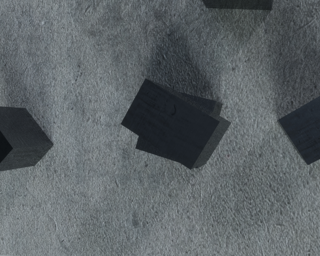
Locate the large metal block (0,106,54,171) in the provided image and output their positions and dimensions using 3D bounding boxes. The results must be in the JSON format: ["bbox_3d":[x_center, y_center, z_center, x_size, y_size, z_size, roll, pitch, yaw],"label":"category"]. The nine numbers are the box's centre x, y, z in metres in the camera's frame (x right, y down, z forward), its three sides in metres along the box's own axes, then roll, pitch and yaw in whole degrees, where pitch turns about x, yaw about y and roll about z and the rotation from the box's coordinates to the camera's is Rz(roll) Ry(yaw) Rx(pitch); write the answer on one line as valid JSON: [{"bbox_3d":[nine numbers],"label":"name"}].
[{"bbox_3d":[-0.222,0.014,0.458,0.050,0.080,0.080,-45,76,15],"label":"large metal block"}]

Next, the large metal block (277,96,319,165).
[{"bbox_3d":[0.172,-0.007,0.319,0.080,0.080,0.050,-33,80,17],"label":"large metal block"}]

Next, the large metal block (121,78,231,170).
[{"bbox_3d":[0.021,-0.005,0.319,0.080,0.080,0.050,32,101,17],"label":"large metal block"}]

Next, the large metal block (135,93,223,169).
[{"bbox_3d":[0.025,-0.003,0.387,0.080,0.050,0.080,16,95,19],"label":"large metal block"}]

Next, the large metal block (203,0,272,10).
[{"bbox_3d":[0.088,-0.173,0.349,0.080,0.080,0.050,10,94,19],"label":"large metal block"}]
